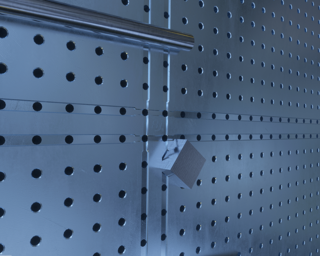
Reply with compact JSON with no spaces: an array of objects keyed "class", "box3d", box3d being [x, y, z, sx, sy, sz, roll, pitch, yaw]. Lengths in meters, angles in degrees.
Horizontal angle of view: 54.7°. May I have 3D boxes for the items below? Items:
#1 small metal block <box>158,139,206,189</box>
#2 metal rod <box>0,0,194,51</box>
[{"class":"small metal block","box3d":[0.032,0.051,0.439,0.050,0.025,0.050,46,62,-31]},{"class":"metal rod","box3d":[-0.075,-0.119,0.347,0.302,0.025,0.025,-2,91,-40]}]
